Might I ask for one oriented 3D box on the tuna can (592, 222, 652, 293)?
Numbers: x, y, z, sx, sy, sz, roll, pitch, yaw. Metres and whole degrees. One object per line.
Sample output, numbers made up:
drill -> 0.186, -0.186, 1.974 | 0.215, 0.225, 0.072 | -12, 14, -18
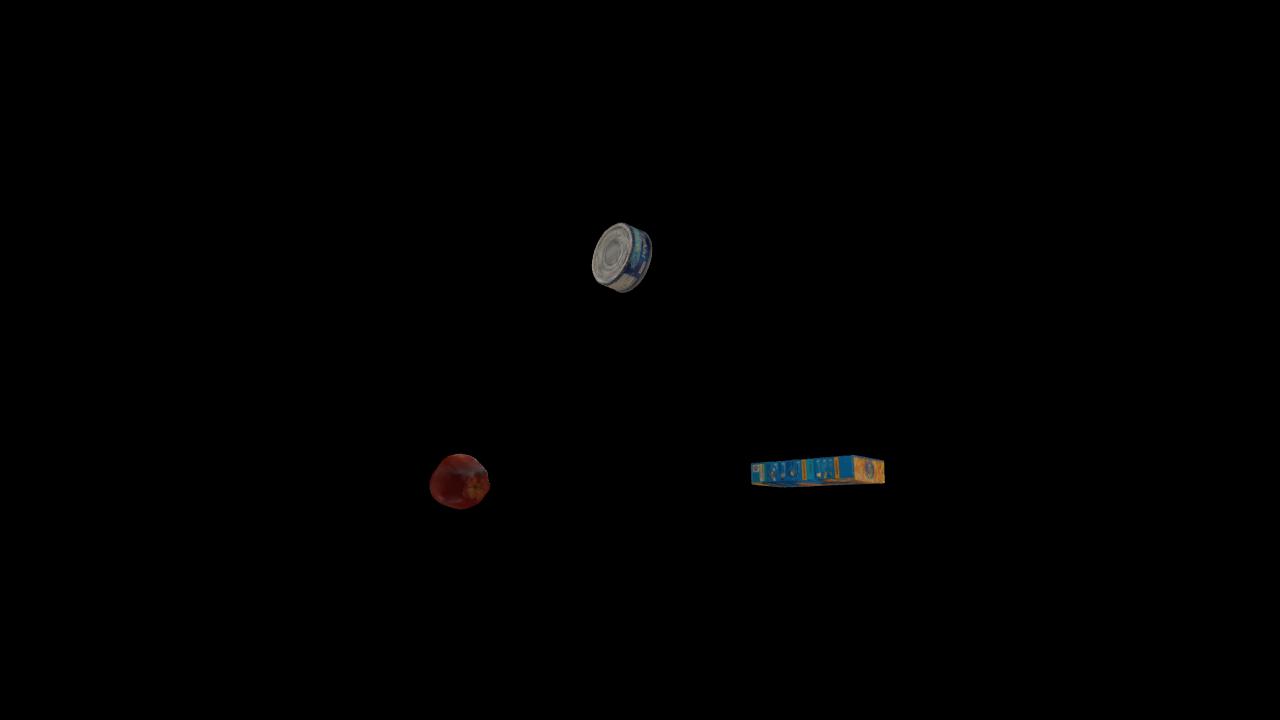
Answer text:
tuna can -> -0.024, -0.131, 0.781 | 0.034, 0.084, 0.084 | 18, -11, -39

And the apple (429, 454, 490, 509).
apple -> -0.258, 0.175, 0.881 | 0.093, 0.079, 0.079 | 8, 6, 43

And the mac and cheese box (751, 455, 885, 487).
mac and cheese box -> 0.276, 0.178, 0.970 | 0.093, 0.041, 0.184 | 16, -21, -39
